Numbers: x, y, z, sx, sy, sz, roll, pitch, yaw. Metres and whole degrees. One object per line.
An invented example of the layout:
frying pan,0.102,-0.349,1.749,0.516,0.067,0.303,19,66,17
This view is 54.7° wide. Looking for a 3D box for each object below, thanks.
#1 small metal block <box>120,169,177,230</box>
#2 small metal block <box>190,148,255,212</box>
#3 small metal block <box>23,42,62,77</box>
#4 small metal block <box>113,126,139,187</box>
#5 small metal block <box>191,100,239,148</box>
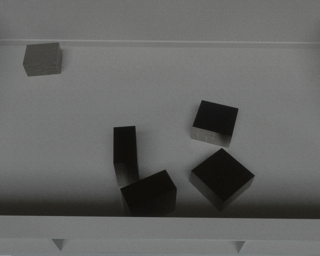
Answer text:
small metal block,-0.011,0.076,0.325,0.050,0.050,0.025,-21,53,-17
small metal block,0.070,0.058,0.356,0.050,0.025,0.050,-32,57,-24
small metal block,-0.187,-0.110,0.496,0.050,0.025,0.050,-6,50,-5
small metal block,-0.039,0.033,0.361,0.025,0.050,0.050,-4,50,-3
small metal block,0.073,-0.006,0.410,0.050,0.025,0.050,14,51,12
